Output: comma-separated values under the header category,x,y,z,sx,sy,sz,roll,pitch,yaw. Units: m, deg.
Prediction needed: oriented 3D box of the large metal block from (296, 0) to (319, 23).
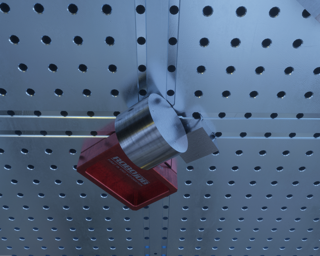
category,x,y,z,sx,sy,sz,roll,pitch,yaw
large metal block,0.171,-0.111,0.282,0.080,0.080,0.050,30,124,-23

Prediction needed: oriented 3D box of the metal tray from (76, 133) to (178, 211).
category,x,y,z,sx,sy,sz,roll,pitch,yaw
metal tray,-0.046,0.068,0.465,0.090,0.030,0.130,-31,124,23

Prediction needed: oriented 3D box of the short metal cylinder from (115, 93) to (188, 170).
category,x,y,z,sx,sy,sz,roll,pitch,yaw
short metal cylinder,-0.009,0.005,0.379,0.050,0.080,0.080,-30,124,23

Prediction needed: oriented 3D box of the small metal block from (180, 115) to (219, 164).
category,x,y,z,sx,sy,sz,roll,pitch,yaw
small metal block,0.046,0.017,0.426,0.050,0.025,0.050,-25,126,20
